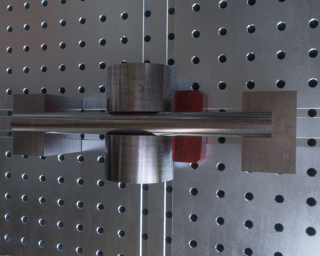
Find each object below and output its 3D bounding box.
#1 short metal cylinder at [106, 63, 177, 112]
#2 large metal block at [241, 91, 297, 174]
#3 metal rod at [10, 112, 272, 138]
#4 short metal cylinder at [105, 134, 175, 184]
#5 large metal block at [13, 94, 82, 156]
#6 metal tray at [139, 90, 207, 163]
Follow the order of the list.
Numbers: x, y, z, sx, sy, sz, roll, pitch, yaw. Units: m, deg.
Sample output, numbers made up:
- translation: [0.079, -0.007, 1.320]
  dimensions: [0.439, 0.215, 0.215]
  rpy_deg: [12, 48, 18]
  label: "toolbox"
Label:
- translation: [-0.021, -0.043, 0.359]
  dimensions: [0.080, 0.080, 0.050]
  rpy_deg: [1, 91, 20]
  label: "short metal cylinder"
- translation: [0.120, 0.004, 0.340]
  dimensions: [0.050, 0.080, 0.080]
  rpy_deg: [1, 90, 20]
  label: "large metal block"
- translation: [-0.037, -0.005, 0.340]
  dimensions: [0.301, 0.025, 0.025]
  rpy_deg: [1, 90, 19]
  label: "metal rod"
- translation: [-0.023, 0.032, 0.360]
  dimensions: [0.080, 0.080, 0.050]
  rpy_deg: [1, 91, 20]
  label: "short metal cylinder"
- translation: [-0.156, -0.004, 0.437]
  dimensions: [0.050, 0.080, 0.080]
  rpy_deg: [1, 90, 20]
  label: "large metal block"
- translation: [-0.005, -0.003, 0.412]
  dimensions: [0.130, 0.030, 0.089]
  rpy_deg: [2, 91, 19]
  label: "metal tray"
